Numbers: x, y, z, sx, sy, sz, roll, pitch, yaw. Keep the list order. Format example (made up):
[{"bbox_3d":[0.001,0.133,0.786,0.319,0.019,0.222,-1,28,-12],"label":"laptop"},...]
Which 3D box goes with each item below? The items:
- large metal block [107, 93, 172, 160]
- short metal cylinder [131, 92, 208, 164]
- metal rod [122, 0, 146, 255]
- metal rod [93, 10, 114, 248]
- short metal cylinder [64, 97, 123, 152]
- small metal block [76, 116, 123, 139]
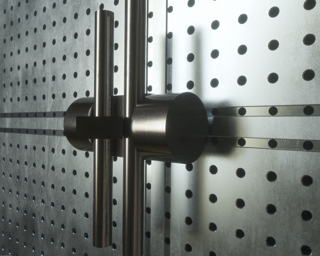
[{"bbox_3d":[-0.028,-0.002,0.411,0.080,0.050,0.079,1,91,40],"label":"large metal block"},{"bbox_3d":[0.013,0.000,0.358,0.050,0.081,0.079,1,91,41],"label":"short metal cylinder"},{"bbox_3d":[-0.030,0.000,0.365,0.025,0.025,0.298,1,91,40],"label":"metal rod"},{"bbox_3d":[-0.073,0.001,0.400,0.025,0.025,0.298,1,91,40],"label":"metal rod"},{"bbox_3d":[-0.088,-0.005,0.441,0.050,0.081,0.079,2,91,40],"label":"short metal cylinder"},{"bbox_3d":[-0.068,-0.001,0.363,0.050,0.050,0.025,-171,81,-84],"label":"small metal block"}]
